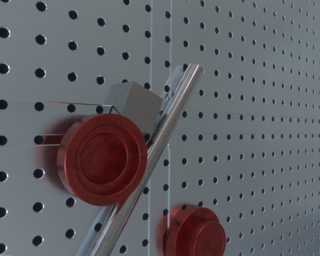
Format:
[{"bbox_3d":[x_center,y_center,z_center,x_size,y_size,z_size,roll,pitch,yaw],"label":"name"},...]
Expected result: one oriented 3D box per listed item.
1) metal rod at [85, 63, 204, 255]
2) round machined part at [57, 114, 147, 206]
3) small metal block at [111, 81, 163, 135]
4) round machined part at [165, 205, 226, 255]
[{"bbox_3d":[-0.013,0.037,0.397,0.025,0.025,0.300,42,65,-32],"label":"metal rod"},{"bbox_3d":[-0.065,0.033,0.342,0.099,0.042,0.097,-3,94,-39],"label":"round machined part"},{"bbox_3d":[-0.029,-0.024,0.385,0.050,0.025,0.050,28,72,-37],"label":"small metal block"},{"bbox_3d":[0.058,0.165,0.447,0.099,0.042,0.097,0,90,-40],"label":"round machined part"}]
